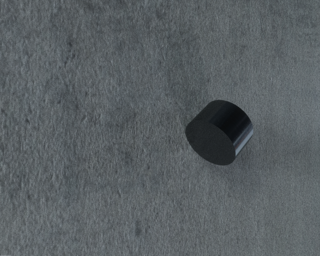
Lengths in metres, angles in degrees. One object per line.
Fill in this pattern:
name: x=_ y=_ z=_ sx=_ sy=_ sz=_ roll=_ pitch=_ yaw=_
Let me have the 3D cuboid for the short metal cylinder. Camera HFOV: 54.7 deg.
short metal cylinder: x=0.084 y=0.007 z=0.442 sx=0.050 sy=0.080 sz=0.080 roll=-44 pitch=117 yaw=-31
